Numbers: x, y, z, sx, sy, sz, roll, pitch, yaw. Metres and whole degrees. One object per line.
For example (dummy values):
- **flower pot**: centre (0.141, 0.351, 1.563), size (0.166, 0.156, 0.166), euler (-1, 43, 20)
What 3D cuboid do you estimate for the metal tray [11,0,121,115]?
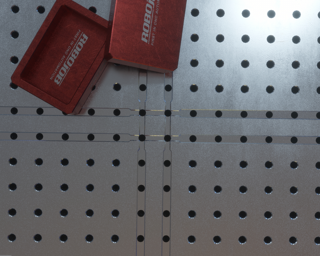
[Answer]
- **metal tray**: centre (-0.121, -0.093, 0.409), size (0.090, 0.030, 0.130), euler (30, 90, -1)

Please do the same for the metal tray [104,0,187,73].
- **metal tray**: centre (-0.016, -0.143, 0.394), size (0.091, 0.030, 0.129), euler (8, 90, -23)
